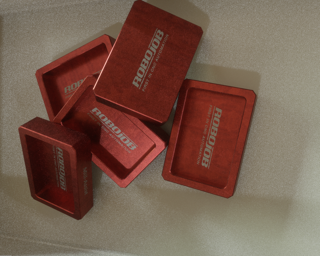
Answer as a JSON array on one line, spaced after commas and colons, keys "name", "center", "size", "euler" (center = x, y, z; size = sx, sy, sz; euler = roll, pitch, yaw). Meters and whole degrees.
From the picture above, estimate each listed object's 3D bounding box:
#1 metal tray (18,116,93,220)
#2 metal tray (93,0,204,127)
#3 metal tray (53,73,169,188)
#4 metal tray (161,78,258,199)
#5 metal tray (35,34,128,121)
[{"name": "metal tray", "center": [-0.139, 0.057, 0.422], "size": [0.090, 0.030, 0.129], "euler": [18, 125, 19]}, {"name": "metal tray", "center": [-0.013, -0.077, 0.373], "size": [0.090, 0.030, 0.130], "euler": [23, 78, -5]}, {"name": "metal tray", "center": [-0.063, 0.004, 0.404], "size": [0.130, 0.030, 0.090], "euler": [43, 110, -1]}, {"name": "metal tray", "center": [0.061, 0.011, 0.384], "size": [0.090, 0.030, 0.129], "euler": [13, 94, 19]}, {"name": "metal tray", "center": [-0.107, -0.064, 0.442], "size": [0.130, 0.030, 0.090], "euler": [-22, 83, 18]}]
